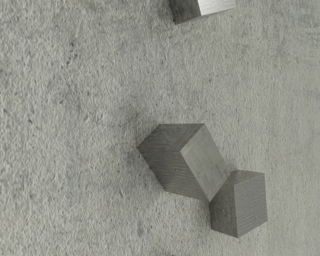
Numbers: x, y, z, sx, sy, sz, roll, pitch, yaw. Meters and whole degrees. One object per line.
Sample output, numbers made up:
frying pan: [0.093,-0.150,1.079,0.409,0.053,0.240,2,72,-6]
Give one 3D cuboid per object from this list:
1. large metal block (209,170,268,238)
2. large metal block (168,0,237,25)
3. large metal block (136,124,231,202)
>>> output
large metal block: [0.124,0.116,0.493,0.081,0.050,0.079,-9,96,-40]
large metal block: [0.055,-0.197,0.434,0.081,0.050,0.080,-27,107,-37]
large metal block: [0.030,0.041,0.394,0.050,0.080,0.080,-45,117,-30]
